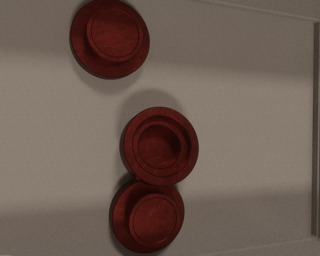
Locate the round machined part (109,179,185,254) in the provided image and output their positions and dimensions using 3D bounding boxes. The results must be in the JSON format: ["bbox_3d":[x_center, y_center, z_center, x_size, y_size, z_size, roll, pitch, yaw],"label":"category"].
[{"bbox_3d":[-0.013,0.113,0.398,0.099,0.042,0.097,0,90,-21],"label":"round machined part"}]

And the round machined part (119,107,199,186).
[{"bbox_3d":[-0.004,0.025,0.395,0.099,0.042,0.098,4,78,-21],"label":"round machined part"}]

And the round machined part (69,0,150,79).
[{"bbox_3d":[-0.059,-0.111,0.380,0.099,0.042,0.097,0,90,-21],"label":"round machined part"}]
